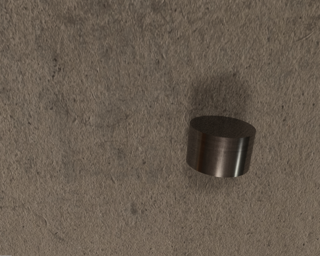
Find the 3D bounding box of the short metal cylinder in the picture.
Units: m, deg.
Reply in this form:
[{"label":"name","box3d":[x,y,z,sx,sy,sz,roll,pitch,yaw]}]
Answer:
[{"label":"short metal cylinder","box3d":[0.075,0.020,0.389,0.081,0.080,0.050,3,110,-2]}]
